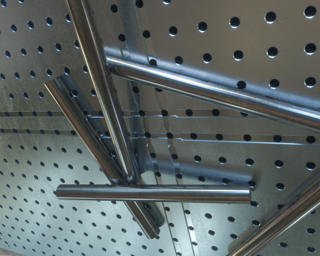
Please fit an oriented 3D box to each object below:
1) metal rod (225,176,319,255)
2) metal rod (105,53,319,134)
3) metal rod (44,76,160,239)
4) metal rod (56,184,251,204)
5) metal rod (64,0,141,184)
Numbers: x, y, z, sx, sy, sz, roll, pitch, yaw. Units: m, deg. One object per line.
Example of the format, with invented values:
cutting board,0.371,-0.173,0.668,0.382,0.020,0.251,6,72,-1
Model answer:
metal rod,0.165,0.109,0.390,0.025,0.025,0.298,33,129,6
metal rod,0.054,-0.043,0.355,0.301,0.025,0.025,18,125,17
metal rod,-0.084,0.055,0.487,0.025,0.025,0.299,-19,109,35
metal rod,-0.023,0.096,0.456,0.301,0.025,0.025,-4,117,21
metal rod,-0.066,-0.038,0.393,0.025,0.025,0.298,7,130,24
